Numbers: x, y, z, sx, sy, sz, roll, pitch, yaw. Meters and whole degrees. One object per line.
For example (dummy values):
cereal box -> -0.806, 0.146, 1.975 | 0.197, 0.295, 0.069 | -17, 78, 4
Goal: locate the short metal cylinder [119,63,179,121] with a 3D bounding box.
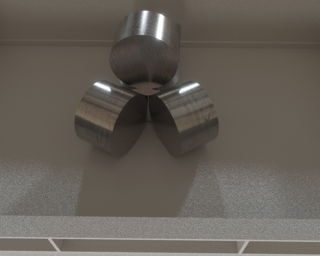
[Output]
short metal cylinder -> -0.015, -0.056, 0.432 | 0.080, 0.050, 0.080 | 0, 50, 0

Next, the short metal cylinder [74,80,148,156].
short metal cylinder -> -0.057, -0.012, 0.377 | 0.050, 0.080, 0.080 | 23, 54, 18

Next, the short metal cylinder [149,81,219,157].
short metal cylinder -> 0.027, -0.012, 0.377 | 0.050, 0.080, 0.080 | -23, 54, -17

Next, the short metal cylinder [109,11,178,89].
short metal cylinder -> -0.018, -0.094, 0.381 | 0.080, 0.080, 0.050 | 2, 50, 2

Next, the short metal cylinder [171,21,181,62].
short metal cylinder -> -0.009, -0.128, 0.466 | 0.080, 0.080, 0.050 | 3, 93, 2
